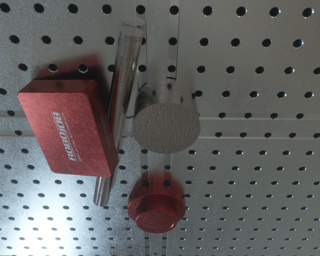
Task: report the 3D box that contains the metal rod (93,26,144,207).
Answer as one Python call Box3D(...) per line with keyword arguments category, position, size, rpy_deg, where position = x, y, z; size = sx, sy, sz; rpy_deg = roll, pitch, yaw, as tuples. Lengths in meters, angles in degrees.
Box3D(category="metal rod", position=(-0.063, 0.009, 0.418), size=(0.025, 0.025, 0.298), rpy_deg=(10, 130, -9))

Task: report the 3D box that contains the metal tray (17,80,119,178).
Box3D(category="metal tray", position=(-0.110, 0.004, 0.391), size=(0.090, 0.030, 0.129), rpy_deg=(2, 127, 14))

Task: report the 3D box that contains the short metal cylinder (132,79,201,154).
Box3D(category="short metal cylinder", position=(0.007, -0.014, 0.383), size=(0.081, 0.050, 0.079), rpy_deg=(0, 130, 0))

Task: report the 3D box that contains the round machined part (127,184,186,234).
Box3D(category="round machined part", position=(-0.006, 0.141, 0.520), size=(0.099, 0.042, 0.097), rpy_deg=(0, 130, 0))
